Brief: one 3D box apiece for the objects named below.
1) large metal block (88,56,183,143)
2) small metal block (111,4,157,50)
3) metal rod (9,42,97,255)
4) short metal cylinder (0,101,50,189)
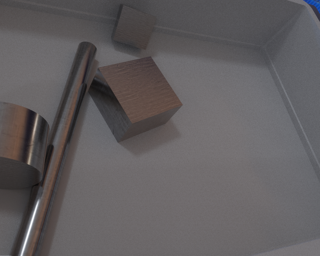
[{"bbox_3d":[-0.032,-0.038,0.397,0.081,0.050,0.080,-22,74,-36],"label":"large metal block"},{"bbox_3d":[-0.039,-0.149,0.457,0.050,0.050,0.025,13,20,-22],"label":"small metal block"},{"bbox_3d":[-0.110,0.017,0.336,0.025,0.025,0.300,18,54,-18],"label":"metal rod"},{"bbox_3d":[-0.146,0.018,0.281,0.081,0.080,0.050,11,57,-23],"label":"short metal cylinder"}]
